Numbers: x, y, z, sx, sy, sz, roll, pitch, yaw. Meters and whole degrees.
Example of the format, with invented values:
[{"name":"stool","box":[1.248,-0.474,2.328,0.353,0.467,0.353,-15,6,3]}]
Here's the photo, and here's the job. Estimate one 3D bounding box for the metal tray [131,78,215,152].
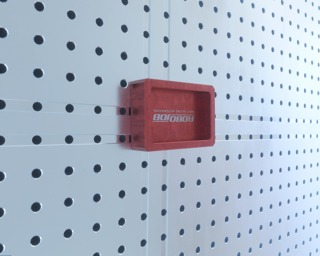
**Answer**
[{"name":"metal tray","box":[0.022,-0.017,0.426,0.131,0.030,0.089,-1,91,-40]}]
